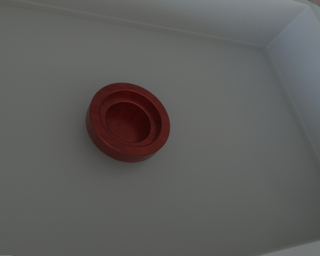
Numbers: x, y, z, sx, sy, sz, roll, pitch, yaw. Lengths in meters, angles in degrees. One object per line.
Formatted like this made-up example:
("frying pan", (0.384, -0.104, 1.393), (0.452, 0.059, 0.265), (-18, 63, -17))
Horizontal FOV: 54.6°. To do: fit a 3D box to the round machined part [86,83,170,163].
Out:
("round machined part", (-0.041, -0.003, 0.374), (0.099, 0.042, 0.098), (13, 56, -21))
